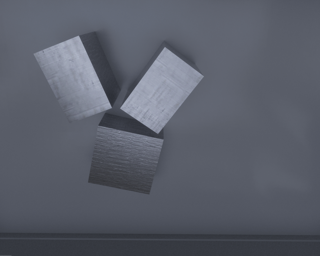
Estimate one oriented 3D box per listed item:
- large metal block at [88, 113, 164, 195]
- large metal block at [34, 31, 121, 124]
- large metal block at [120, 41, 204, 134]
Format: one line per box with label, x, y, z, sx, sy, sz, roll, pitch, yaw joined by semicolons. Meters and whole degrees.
large metal block;-0.044;0.033;0.410;0.080;0.050;0.079;12;110;-5
large metal block;-0.089;-0.062;0.358;0.050;0.080;0.080;-20;109;7
large metal block;0.001;-0.051;0.363;0.050;0.080;0.080;35;106;-12
